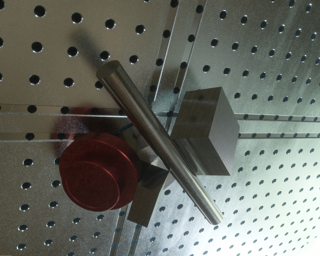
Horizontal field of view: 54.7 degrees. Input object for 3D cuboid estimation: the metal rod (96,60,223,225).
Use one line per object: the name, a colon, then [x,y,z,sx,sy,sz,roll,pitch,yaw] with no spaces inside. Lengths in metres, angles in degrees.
metal rod: [0.018,0.041,0.377,0.025,0.025,0.300,-37,129,-3]

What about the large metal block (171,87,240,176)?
large metal block: [0.062,0.006,0.400,0.080,0.050,0.080,55,43,-39]

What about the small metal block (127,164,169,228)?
small metal block: [-0.013,0.078,0.364,0.025,0.050,0.050,20,114,7]

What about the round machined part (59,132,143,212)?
round machined part: [-0.072,0.057,0.358,0.098,0.042,0.097,6,117,12]

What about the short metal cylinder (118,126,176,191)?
short metal cylinder: [-0.018,0.041,0.406,0.081,0.050,0.079,-14,124,-21]
